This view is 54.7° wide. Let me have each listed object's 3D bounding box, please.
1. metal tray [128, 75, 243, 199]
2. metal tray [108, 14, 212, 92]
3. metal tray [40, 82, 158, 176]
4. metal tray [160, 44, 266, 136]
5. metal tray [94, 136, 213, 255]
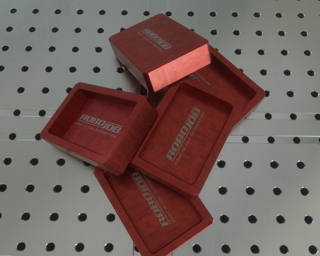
[{"bbox_3d":[0.032,0.007,0.375,0.090,0.030,0.130,27,72,9],"label":"metal tray"},{"bbox_3d":[-0.004,-0.106,0.416,0.090,0.030,0.130,-29,43,-11],"label":"metal tray"},{"bbox_3d":[-0.077,-0.005,0.377,0.130,0.030,0.090,16,67,37],"label":"metal tray"},{"bbox_3d":[0.066,-0.056,0.430,0.090,0.030,0.130,-42,76,-14],"label":"metal tray"},{"bbox_3d":[-0.009,0.084,0.378,0.090,0.030,0.130,-31,73,-11],"label":"metal tray"}]
